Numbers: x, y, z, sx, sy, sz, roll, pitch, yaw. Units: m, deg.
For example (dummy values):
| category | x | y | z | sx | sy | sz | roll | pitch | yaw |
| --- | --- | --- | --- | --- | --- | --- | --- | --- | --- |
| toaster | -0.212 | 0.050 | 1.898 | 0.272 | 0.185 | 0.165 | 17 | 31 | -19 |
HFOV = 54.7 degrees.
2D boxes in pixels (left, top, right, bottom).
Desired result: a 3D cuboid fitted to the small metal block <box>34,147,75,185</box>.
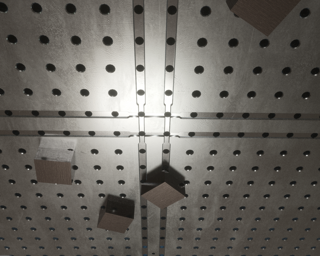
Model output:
| category | x | y | z | sx | sy | sz | roll | pitch | yaw |
| --- | --- | --- | --- | --- | --- | --- | --- | --- | --- |
| small metal block | -0.154 | 0.057 | 0.458 | 0.050 | 0.025 | 0.050 | 6 | 130 | -6 |

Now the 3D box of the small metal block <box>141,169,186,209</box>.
| category | x | y | z | sx | sy | sz | roll | pitch | yaw |
| --- | --- | --- | --- | --- | --- | --- | --- | --- | --- |
| small metal block | 0.005 | 0.099 | 0.497 | 0.050 | 0.025 | 0.050 | -34 | 123 | 25 |

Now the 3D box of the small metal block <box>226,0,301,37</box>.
| category | x | y | z | sx | sy | sz | roll | pitch | yaw |
| --- | --- | --- | --- | --- | --- | --- | --- | --- | --- |
| small metal block | 0.103 | -0.128 | 0.305 | 0.050 | 0.025 | 0.050 | 26 | 125 | -21 |

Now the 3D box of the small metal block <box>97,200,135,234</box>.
| category | x | y | z | sx | sy | sz | roll | pitch | yaw |
| --- | --- | --- | --- | --- | --- | --- | --- | --- | --- |
| small metal block | -0.078 | 0.157 | 0.544 | 0.050 | 0.025 | 0.050 | 18 | 128 | -16 |
